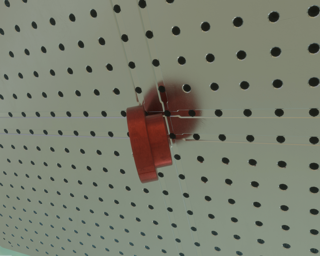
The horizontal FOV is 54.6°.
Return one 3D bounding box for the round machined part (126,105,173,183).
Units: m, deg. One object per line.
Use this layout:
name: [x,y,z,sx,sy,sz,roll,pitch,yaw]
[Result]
round machined part: [-0.011,0.018,0.394,0.042,0.098,0.097,-12,117,-1]
